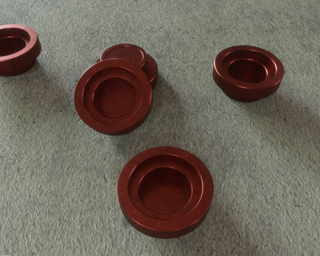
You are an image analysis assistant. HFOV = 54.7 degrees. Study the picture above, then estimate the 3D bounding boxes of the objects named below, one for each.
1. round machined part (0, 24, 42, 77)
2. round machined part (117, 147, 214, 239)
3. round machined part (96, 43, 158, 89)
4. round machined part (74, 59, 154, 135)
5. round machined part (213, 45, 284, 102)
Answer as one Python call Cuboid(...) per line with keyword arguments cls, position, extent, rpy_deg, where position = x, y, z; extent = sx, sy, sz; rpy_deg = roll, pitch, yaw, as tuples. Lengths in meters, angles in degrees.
Cuboid(cls="round machined part", position=(-0.238, -0.119, 0.490), extent=(0.099, 0.042, 0.098), rpy_deg=(0, 50, 0))
Cuboid(cls="round machined part", position=(0.006, 0.071, 0.332), extent=(0.099, 0.042, 0.098), rpy_deg=(0, 50, 0))
Cuboid(cls="round machined part", position=(-0.052, -0.091, 0.468), extent=(0.099, 0.042, 0.098), rpy_deg=(0, 50, 0))
Cuboid(cls="round machined part", position=(-0.057, -0.037, 0.406), extent=(0.099, 0.042, 0.098), rpy_deg=(-1, 77, 5))
Cuboid(cls="round machined part", position=(0.127, -0.076, 0.457), extent=(0.099, 0.042, 0.098), rpy_deg=(0, 50, 0))
